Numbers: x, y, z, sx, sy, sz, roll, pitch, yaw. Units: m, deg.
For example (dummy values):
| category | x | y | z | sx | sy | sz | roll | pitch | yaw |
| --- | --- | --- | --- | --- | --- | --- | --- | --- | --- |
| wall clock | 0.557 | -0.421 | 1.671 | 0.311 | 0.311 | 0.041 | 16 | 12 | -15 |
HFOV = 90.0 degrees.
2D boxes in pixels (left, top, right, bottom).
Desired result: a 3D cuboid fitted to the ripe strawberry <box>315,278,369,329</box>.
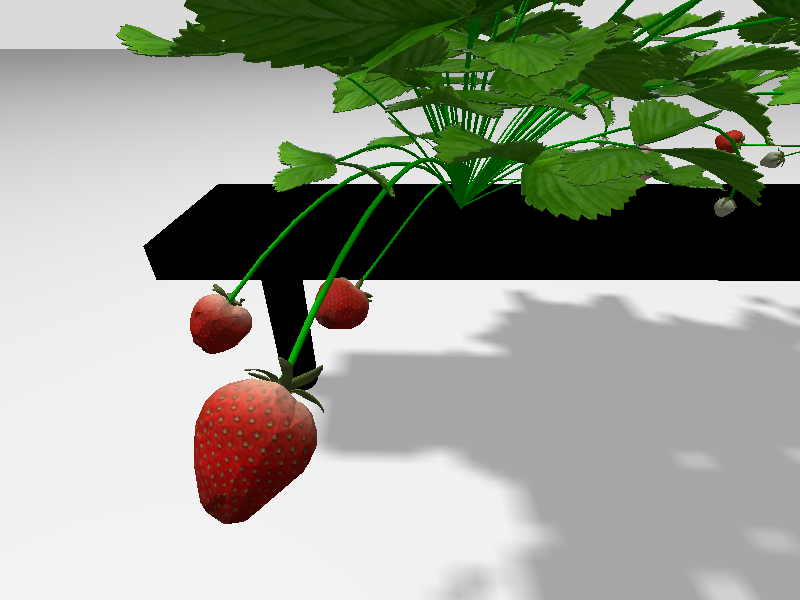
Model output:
| category | x | y | z | sx | sy | sz | roll | pitch | yaw |
| --- | --- | --- | --- | --- | --- | --- | --- | --- | --- |
| ripe strawberry | -0.032 | 0.003 | 0.210 | 0.029 | 0.025 | 0.029 | 15 | 37 | 22 |

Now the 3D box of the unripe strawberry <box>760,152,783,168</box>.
| category | x | y | z | sx | sy | sz | roll | pitch | yaw |
| --- | --- | --- | --- | --- | --- | --- | --- | --- | --- |
| unripe strawberry | 0.434 | -0.163 | 0.468 | 0.018 | 0.019 | 0.020 | -17 | 7 | -24 |

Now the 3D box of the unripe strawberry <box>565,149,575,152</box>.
| category | x | y | z | sx | sy | sz | roll | pitch | yaw |
| --- | --- | --- | --- | --- | --- | --- | --- | --- | --- |
| unripe strawberry | 0.200 | -0.167 | 0.470 | 0.020 | 0.020 | 0.023 | -27 | 42 | -35 |

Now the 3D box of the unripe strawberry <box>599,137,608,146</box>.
| category | x | y | z | sx | sy | sz | roll | pitch | yaw |
| --- | --- | --- | --- | --- | --- | --- | --- | --- | --- |
| unripe strawberry | 0.249 | -0.195 | 0.492 | 0.010 | 0.010 | 0.011 | -26 | 41 | -33 |

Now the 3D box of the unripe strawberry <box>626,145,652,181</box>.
| category | x | y | z | sx | sy | sz | roll | pitch | yaw |
| --- | --- | --- | --- | --- | --- | --- | --- | --- | --- |
| unripe strawberry | 0.248 | -0.140 | 0.414 | 0.038 | 0.038 | 0.042 | -11 | 35 | -17 |

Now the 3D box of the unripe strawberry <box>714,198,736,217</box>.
| category | x | y | z | sx | sy | sz | roll | pitch | yaw |
| --- | --- | --- | --- | --- | --- | --- | --- | --- | --- |
| unripe strawberry | 0.267 | -0.076 | 0.330 | 0.015 | 0.015 | 0.014 | 5 | 34 | 7 |

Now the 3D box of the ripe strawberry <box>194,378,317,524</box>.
| category | x | y | z | sx | sy | sz | roll | pitch | yaw |
| --- | --- | --- | --- | --- | --- | --- | --- | --- | --- |
| ripe strawberry | -0.049 | 0.049 | 0.132 | 0.040 | 0.043 | 0.042 | 12 | -30 | 18 |

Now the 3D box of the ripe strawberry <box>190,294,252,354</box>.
| category | x | y | z | sx | sy | sz | roll | pitch | yaw |
| --- | --- | --- | --- | --- | --- | --- | --- | --- | --- |
| ripe strawberry | -0.089 | 0.012 | 0.195 | 0.025 | 0.027 | 0.029 | 22 | -9 | 30 |

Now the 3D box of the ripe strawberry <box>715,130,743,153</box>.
| category | x | y | z | sx | sy | sz | roll | pitch | yaw |
| --- | --- | --- | --- | --- | --- | --- | --- | --- | --- |
| ripe strawberry | 0.429 | -0.207 | 0.525 | 0.028 | 0.030 | 0.030 | -12 | 35 | -17 |
